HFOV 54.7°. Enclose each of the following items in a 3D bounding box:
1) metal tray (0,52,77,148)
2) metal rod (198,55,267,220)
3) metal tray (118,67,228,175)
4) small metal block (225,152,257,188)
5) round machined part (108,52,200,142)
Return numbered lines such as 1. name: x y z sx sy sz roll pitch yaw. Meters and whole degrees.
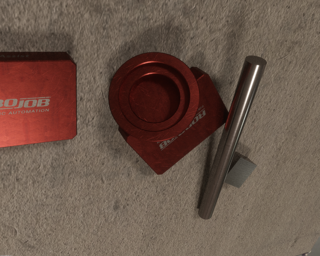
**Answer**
1. metal tray: -0.151 -0.027 0.305 0.131 0.030 0.089 -7 122 -25
2. metal rod: 0.096 0.036 0.454 0.025 0.025 0.298 -12 133 -23
3. metal tray: 0.022 -0.007 0.413 0.130 0.030 0.090 -39 130 -2
4. small metal block: 0.127 0.069 0.522 0.050 0.025 0.050 26 104 -38
5. round machined part: -0.006 -0.033 0.352 0.099 0.042 0.097 0 86 1
